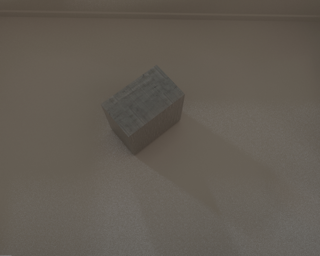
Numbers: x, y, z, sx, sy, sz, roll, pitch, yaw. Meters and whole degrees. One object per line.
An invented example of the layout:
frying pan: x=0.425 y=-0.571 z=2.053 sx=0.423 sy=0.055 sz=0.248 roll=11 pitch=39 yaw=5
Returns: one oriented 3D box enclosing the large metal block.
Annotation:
large metal block: x=-0.019 y=-0.019 z=0.384 sx=0.080 sy=0.080 sz=0.050 roll=-38 pitch=75 yaw=-13
